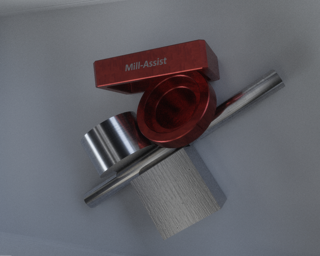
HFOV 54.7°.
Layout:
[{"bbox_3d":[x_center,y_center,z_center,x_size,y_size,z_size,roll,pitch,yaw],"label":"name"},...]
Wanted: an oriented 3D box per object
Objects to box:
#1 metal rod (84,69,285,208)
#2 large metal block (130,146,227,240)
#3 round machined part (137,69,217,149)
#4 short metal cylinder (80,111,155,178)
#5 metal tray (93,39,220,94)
[{"bbox_3d":[0.019,0.022,0.401,0.300,0.025,0.025,-34,79,16],"label":"metal rod"},{"bbox_3d":[0.024,0.078,0.385,0.080,0.050,0.080,-34,79,16],"label":"large metal block"},{"bbox_3d":[0.024,-0.020,0.376,0.098,0.042,0.098,-17,57,28],"label":"round machined part"},{"bbox_3d":[-0.053,0.022,0.397,0.080,0.080,0.050,-35,79,16],"label":"short metal cylinder"},{"bbox_3d":[-0.001,-0.068,0.373,0.130,0.090,0.030,-7,88,19],"label":"metal tray"}]
